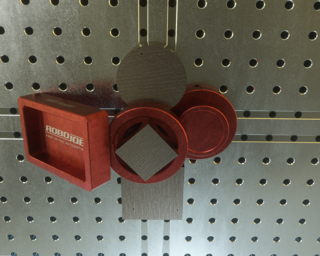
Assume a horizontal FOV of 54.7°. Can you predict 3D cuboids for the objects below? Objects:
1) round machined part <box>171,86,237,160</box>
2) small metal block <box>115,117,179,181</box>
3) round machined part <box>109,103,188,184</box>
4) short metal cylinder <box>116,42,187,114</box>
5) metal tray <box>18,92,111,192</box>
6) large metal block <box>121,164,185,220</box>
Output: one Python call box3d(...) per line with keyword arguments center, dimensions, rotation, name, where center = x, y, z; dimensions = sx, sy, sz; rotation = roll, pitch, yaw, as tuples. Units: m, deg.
box3d(center=(0.052, -0.002, 0.402), dimensions=(0.099, 0.042, 0.097), rotation=(0, 110, 0), name="round machined part")
box3d(center=(-0.015, 0.024, 0.356), dimensions=(0.050, 0.025, 0.050), rotation=(-40, 106, 13), name="small metal block")
box3d(center=(-0.017, 0.016, 0.379), dimensions=(0.099, 0.042, 0.097), rotation=(0, 110, 0), name="round machined part")
box3d(center=(-0.010, -0.062, 0.376), dimensions=(0.081, 0.050, 0.079), rotation=(0, 110, 0), name="short metal cylinder")
box3d(center=(-0.118, 0.013, 0.376), dimensions=(0.130, 0.030, 0.089), rotation=(15, 115, 34), name="metal tray")
box3d(center=(-0.010, 0.077, 0.425), dimensions=(0.081, 0.050, 0.079), rotation=(1, 110, -1), name="large metal block")
